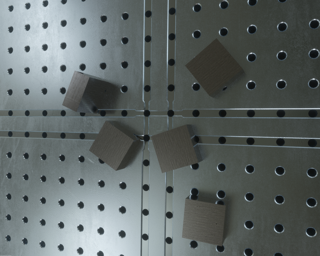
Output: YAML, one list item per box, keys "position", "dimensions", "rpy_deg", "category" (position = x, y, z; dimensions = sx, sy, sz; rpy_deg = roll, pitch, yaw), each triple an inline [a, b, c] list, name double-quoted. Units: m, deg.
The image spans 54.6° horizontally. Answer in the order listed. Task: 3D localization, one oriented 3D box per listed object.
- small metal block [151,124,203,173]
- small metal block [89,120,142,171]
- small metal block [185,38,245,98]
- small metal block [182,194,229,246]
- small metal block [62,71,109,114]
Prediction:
- position: [0.022, 0.027, 0.405]
  dimensions: [0.050, 0.025, 0.050]
  rpy_deg: [-19, 84, 19]
  category: "small metal block"
- position: [-0.063, 0.024, 0.435]
  dimensions: [0.050, 0.025, 0.050]
  rpy_deg: [34, 101, 16]
  category: "small metal block"
- position: [0.069, -0.074, 0.389]
  dimensions: [0.050, 0.025, 0.050]
  rpy_deg: [-40, 78, 15]
  category: "small metal block"
- position: [0.058, 0.115, 0.393]
  dimensions: [0.050, 0.025, 0.050]
  rpy_deg: [6, 92, 20]
  category: "small metal block"
- position: [-0.104, -0.049, 0.437]
  dimensions: [0.025, 0.050, 0.050]
  rpy_deg: [25, 98, 18]
  category: "small metal block"
